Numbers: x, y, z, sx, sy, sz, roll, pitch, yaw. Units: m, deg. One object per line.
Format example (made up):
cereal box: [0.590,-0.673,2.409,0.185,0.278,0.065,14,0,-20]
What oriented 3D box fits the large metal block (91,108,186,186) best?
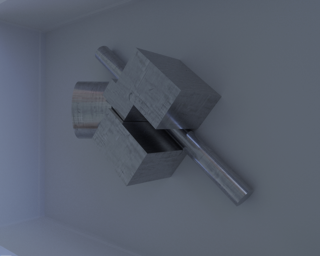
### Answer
large metal block: [-0.024,0.021,0.388,0.080,0.081,0.050,47,118,29]

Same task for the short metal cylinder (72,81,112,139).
short metal cylinder: [-0.086,-0.025,0.430,0.050,0.080,0.079,1,91,0]

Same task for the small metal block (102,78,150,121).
small metal block: [-0.034,-0.034,0.385,0.050,0.050,0.025,48,119,29]

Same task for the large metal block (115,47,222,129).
large metal block: [0.010,-0.044,0.360,0.080,0.081,0.050,48,118,29]

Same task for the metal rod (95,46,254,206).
metal rod: [0.001,-0.020,0.403,0.300,0.025,0.025,47,118,29]
